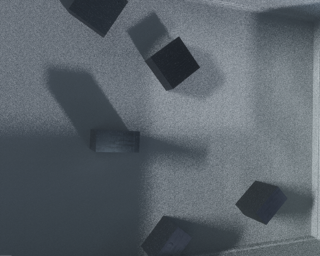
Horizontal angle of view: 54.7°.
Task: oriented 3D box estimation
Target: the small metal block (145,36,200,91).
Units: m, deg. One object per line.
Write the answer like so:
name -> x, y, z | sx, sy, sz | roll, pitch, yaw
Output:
small metal block -> 0.017, -0.086, 0.418 | 0.050, 0.025, 0.050 | -40, 103, -16

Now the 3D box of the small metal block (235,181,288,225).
small metal block -> 0.147, 0.108, 0.454 | 0.050, 0.050, 0.025 | -44, 104, -15

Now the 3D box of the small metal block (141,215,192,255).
small metal block -> 0.007, 0.148, 0.401 | 0.025, 0.050, 0.050 | 43, 77, -16

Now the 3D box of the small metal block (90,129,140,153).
small metal block -> -0.056, 0.015, 0.377 | 0.050, 0.050, 0.025 | 3, 89, -20

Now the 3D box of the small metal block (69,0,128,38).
small metal block -> -0.075, -0.148, 0.379 | 0.050, 0.025, 0.050 | 34, 89, -18
